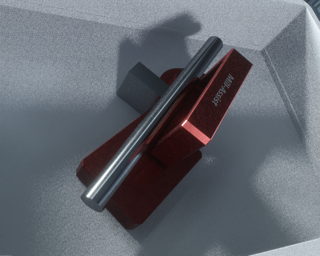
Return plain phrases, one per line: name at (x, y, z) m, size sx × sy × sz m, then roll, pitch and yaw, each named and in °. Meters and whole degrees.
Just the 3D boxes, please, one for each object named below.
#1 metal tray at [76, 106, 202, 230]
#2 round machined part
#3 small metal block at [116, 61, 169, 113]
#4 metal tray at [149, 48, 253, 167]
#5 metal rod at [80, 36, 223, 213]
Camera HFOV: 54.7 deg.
metal tray at (-0.019, 0.041, 0.366) m, size 0.090 × 0.030 × 0.131 m, roll 46°, pitch 51°, yaw 4°
round machined part at (0.043, -0.048, 0.446) m, size 0.099 × 0.042 × 0.098 m, roll 14°, pitch 56°, yaw -21°
small metal block at (-0.023, -0.050, 0.407) m, size 0.050 × 0.050 × 0.025 m, roll 39°, pitch 51°, yaw -3°
metal tray at (0.047, -0.023, 0.354) m, size 0.030 × 0.090 × 0.130 m, roll 39°, pitch 57°, yaw -6°
metal rod at (0.009, -0.027, 0.377) m, size 0.025 × 0.025 × 0.301 m, roll 39°, pitch 55°, yaw -3°
